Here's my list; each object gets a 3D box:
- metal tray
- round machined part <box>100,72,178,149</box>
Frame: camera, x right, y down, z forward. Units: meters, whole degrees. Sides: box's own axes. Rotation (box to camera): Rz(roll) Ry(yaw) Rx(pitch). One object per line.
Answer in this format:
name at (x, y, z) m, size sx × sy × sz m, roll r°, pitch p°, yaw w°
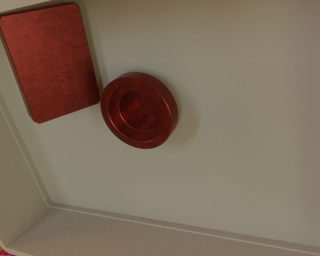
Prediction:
metal tray at (-0.133, -0.080, 0.383) m, size 0.030 × 0.091 × 0.129 m, roll 31°, pitch 137°, yaw 50°
round machined part at (-0.022, -0.025, 0.392) m, size 0.098 × 0.042 × 0.097 m, roll 13°, pitch 124°, yaw 20°
